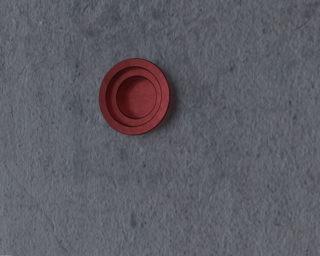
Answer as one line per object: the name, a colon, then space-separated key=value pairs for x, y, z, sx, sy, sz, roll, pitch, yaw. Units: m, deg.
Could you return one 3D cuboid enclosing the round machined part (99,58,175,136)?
round machined part: x=-0.027 y=-0.039 z=0.409 sx=0.098 sy=0.042 sz=0.097 roll=0 pitch=90 yaw=19
